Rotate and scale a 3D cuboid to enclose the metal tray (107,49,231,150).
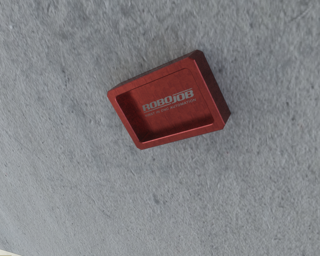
[{"bbox_3d":[0.008,-0.029,0.379,0.130,0.030,0.090,-17,110,34],"label":"metal tray"}]
